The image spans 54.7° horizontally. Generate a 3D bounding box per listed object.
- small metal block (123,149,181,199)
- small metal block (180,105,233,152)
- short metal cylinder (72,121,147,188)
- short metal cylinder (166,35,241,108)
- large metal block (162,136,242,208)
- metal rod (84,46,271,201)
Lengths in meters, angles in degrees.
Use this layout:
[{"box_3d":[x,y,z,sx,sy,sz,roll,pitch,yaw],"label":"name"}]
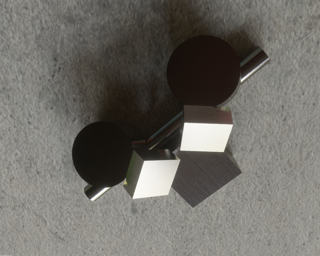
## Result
[{"box_3d":[-0.010,0.053,0.364,0.050,0.025,0.050,3,114,-36],"label":"small metal block"},{"box_3d":[0.050,0.002,0.346,0.050,0.025,0.050,2,141,-1],"label":"small metal block"},{"box_3d":[-0.062,0.031,0.393,0.080,0.050,0.079,0,92,15],"label":"short metal cylinder"},{"box_3d":[0.053,-0.062,0.360,0.080,0.050,0.079,0,92,15],"label":"short metal cylinder"},{"box_3d":[0.047,0.045,0.413,0.080,0.050,0.080,-40,106,13],"label":"large metal block"},{"box_3d":[0.014,0.002,0.411,0.300,0.025,0.025,-39,106,13],"label":"metal rod"}]
